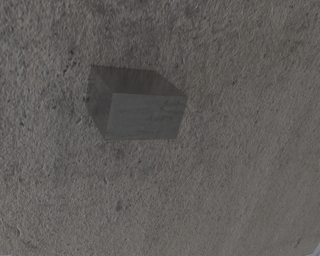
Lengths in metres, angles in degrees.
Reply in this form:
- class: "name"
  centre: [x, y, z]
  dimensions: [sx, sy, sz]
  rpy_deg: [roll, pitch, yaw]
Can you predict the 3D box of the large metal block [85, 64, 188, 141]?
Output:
- class: "large metal block"
  centre: [-0.029, -0.029, 0.337]
  dimensions: [0.081, 0.080, 0.050]
  rpy_deg: [0, 119, -28]
